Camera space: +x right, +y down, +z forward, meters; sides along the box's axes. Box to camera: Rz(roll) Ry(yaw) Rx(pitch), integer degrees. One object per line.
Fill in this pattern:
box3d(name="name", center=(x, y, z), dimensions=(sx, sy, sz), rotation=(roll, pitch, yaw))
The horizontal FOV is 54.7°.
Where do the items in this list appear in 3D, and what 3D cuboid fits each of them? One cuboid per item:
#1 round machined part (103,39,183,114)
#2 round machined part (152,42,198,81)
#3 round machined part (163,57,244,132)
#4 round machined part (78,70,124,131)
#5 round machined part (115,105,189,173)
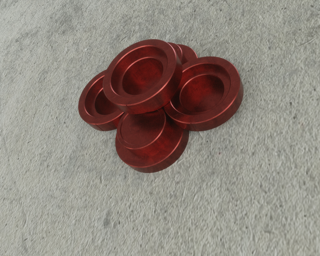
box3d(name="round machined part", center=(-0.018, -0.059, 0.384), dimensions=(0.098, 0.042, 0.098), rotation=(-13, 57, 21))
box3d(name="round machined part", center=(0.007, -0.082, 0.440), dimensions=(0.098, 0.042, 0.098), rotation=(-13, 56, 20))
box3d(name="round machined part", center=(0.055, -0.038, 0.388), dimensions=(0.098, 0.042, 0.098), rotation=(-13, 56, 20))
box3d(name="round machined part", center=(-0.066, -0.038, 0.450), dimensions=(0.098, 0.042, 0.098), rotation=(-13, 56, 20))
box3d(name="round machined part", center=(-0.016, 0.005, 0.398), dimensions=(0.098, 0.042, 0.098), rotation=(-13, 56, 20))
